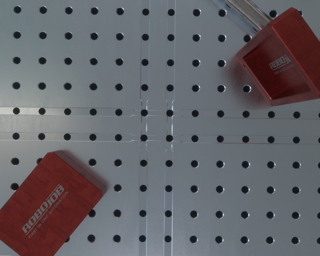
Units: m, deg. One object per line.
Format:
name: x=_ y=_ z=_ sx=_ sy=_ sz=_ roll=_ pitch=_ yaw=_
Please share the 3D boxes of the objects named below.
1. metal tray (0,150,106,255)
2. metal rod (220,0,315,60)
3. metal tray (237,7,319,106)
metal tray: x=-0.147 y=0.106 z=0.410 sx=0.090 sy=0.030 sz=0.130 roll=39 pitch=90 yaw=0
metal rod: x=0.160 y=-0.119 z=0.414 sx=0.300 sy=0.025 sz=0.025 roll=41 pitch=90 yaw=0
metal tray: x=0.143 y=-0.074 z=0.362 sx=0.030 sy=0.130 sz=0.090 roll=-35 pitch=90 yaw=0
